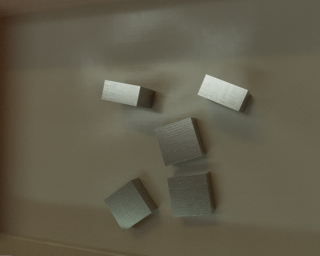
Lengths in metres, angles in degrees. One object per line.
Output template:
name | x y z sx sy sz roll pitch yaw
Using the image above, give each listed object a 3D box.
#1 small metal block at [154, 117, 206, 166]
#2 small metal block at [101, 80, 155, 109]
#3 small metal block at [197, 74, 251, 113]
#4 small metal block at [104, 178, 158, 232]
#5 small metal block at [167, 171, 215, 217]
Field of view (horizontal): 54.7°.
small metal block | 0.027 0.018 0.401 0.050 0.025 0.050 -18 84 19
small metal block | -0.041 -0.044 0.412 0.050 0.050 0.025 13 95 19
small metal block | 0.078 -0.040 0.370 0.050 0.050 0.025 25 98 18
small metal block | -0.040 0.104 0.424 0.050 0.025 0.050 -38 78 16
small metal block | 0.040 0.084 0.396 0.050 0.025 0.050 -10 87 19
